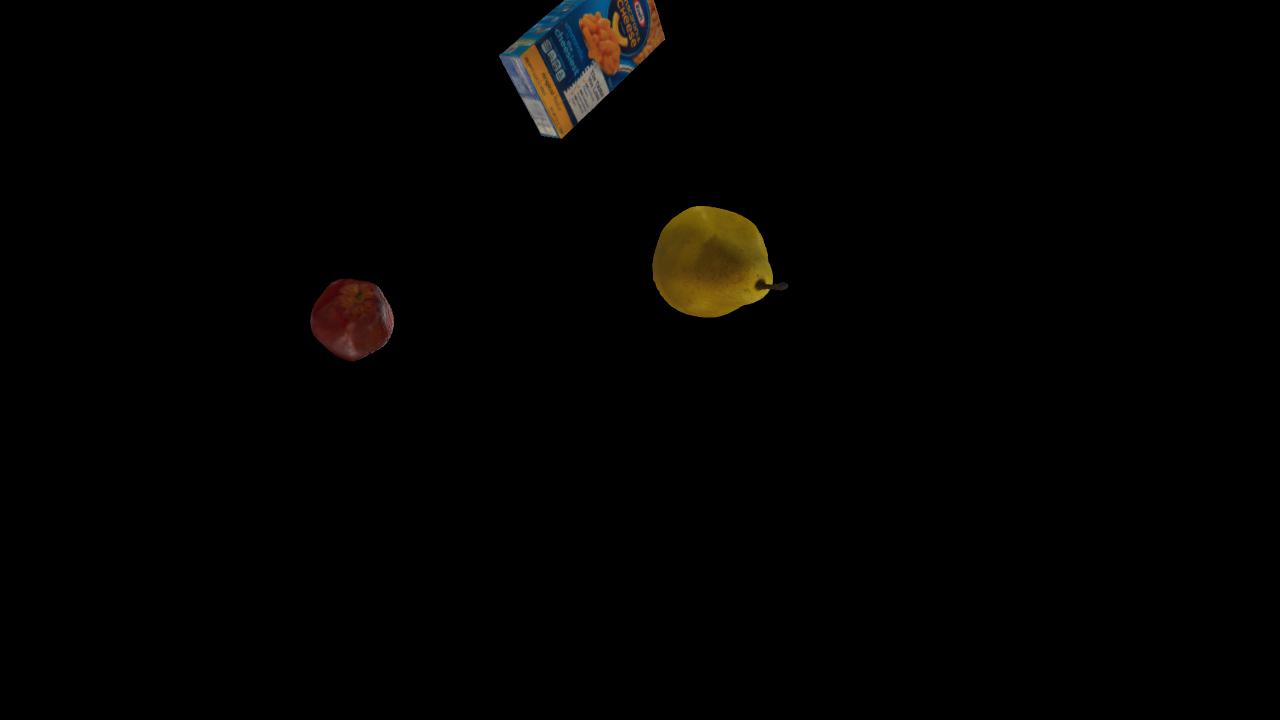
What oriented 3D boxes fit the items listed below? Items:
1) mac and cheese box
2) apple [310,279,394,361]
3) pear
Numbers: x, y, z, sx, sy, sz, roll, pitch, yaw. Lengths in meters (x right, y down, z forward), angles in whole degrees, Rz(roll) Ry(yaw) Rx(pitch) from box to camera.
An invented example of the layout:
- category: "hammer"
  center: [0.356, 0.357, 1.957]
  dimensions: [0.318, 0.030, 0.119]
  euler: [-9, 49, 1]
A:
- category: "mac and cheese box"
  center: [-0.053, -0.323, 0.635]
  dimensions: [0.041, 0.184, 0.093]
  euler: [24, -23, 38]
- category: "apple"
  center: [-0.294, -0.043, 0.631]
  dimensions: [0.079, 0.079, 0.093]
  euler: [0, -24, -26]
- category: "pear"
  center: [0.052, -0.056, 0.395]
  dimensions: [0.080, 0.080, 0.111]
  euler: [0, 22, -12]
